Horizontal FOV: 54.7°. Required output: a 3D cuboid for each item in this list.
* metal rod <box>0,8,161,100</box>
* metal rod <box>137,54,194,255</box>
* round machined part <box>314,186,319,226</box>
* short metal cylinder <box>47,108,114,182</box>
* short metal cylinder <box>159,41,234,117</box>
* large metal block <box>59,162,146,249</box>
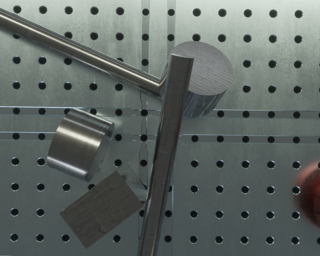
[{"bbox_3d":[-0.090,-0.092,0.412,0.301,0.025,0.025,24,90,0],"label":"metal rod"},{"bbox_3d":[0.000,0.065,0.368,0.025,0.025,0.298,9,108,0],"label":"metal rod"},{"bbox_3d":[0.251,0.102,0.407,0.099,0.042,0.097,0,90,0],"label":"round machined part"},{"bbox_3d":[-0.096,0.021,0.385,0.050,0.080,0.080,22,90,0],"label":"short metal cylinder"},{"bbox_3d":[0.043,-0.060,0.384,0.081,0.050,0.080,6,61,-11],"label":"short metal cylinder"},{"bbox_3d":[-0.064,0.091,0.384,0.080,0.080,0.050,-37,89,1],"label":"large metal block"}]
